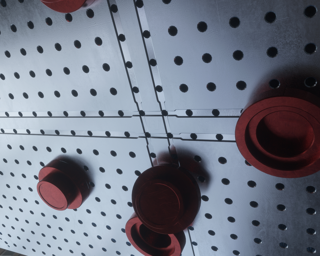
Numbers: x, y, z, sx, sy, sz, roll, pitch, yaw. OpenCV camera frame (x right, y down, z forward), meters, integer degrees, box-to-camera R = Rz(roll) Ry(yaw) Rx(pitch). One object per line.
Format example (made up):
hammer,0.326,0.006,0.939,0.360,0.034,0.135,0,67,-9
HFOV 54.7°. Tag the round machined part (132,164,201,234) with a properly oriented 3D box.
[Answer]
round machined part,0.005,0.101,0.433,0.098,0.042,0.097,1,93,18

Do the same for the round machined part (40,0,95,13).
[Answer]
round machined part,-0.118,-0.180,0.349,0.098,0.042,0.097,13,124,20

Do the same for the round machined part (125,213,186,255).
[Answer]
round machined part,-0.003,0.167,0.504,0.098,0.042,0.097,13,124,20

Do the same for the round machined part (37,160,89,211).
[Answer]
round machined part,-0.182,0.111,0.562,0.098,0.042,0.097,13,124,20

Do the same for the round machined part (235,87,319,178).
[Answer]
round machined part,0.134,0.002,0.331,0.098,0.042,0.097,13,124,20
